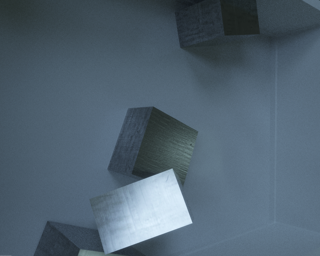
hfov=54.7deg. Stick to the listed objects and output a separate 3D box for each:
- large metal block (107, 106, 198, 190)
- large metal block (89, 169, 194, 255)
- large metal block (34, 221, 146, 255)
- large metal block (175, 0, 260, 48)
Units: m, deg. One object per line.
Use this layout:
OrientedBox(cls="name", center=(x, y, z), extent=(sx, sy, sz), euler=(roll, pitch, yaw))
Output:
OrientedBox(cls="large metal block", center=(-0.007, 0.027, 0.385), extent=(0.080, 0.050, 0.080), euler=(27, 73, -37))
OrientedBox(cls="large metal block", center=(-0.013, 0.082, 0.311), extent=(0.080, 0.080, 0.050), euler=(-21, 75, 2))
OrientedBox(cls="large metal block", center=(-0.071, 0.136, 0.310), extent=(0.080, 0.080, 0.050), euler=(27, 77, -37))
OrientedBox(cls="large metal block", center=(0.081, -0.148, 0.438), extent=(0.081, 0.080, 0.050), euler=(-16, 100, -39))
